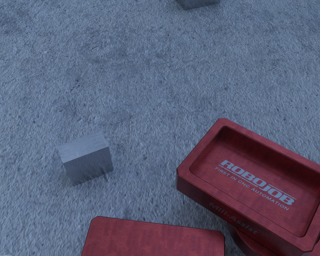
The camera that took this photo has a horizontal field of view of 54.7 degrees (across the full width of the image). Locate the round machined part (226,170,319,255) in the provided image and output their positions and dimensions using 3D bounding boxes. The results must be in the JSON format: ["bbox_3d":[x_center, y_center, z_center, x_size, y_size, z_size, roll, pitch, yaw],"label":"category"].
[{"bbox_3d":[0.116,0.095,0.313,0.099,0.042,0.098,0,50,0],"label":"round machined part"}]

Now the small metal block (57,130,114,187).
[{"bbox_3d":[-0.084,0.036,0.356,0.050,0.050,0.025,-21,53,-17],"label":"small metal block"}]

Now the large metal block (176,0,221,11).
[{"bbox_3d":[0.077,-0.288,0.610,0.081,0.080,0.050,-17,52,-14],"label":"large metal block"}]

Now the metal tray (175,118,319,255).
[{"bbox_3d":[0.092,0.053,0.301,0.130,0.030,0.090,29,56,22],"label":"metal tray"}]

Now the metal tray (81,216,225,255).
[{"bbox_3d":[-0.008,0.136,0.285,0.131,0.030,0.090,6,50,4],"label":"metal tray"}]
